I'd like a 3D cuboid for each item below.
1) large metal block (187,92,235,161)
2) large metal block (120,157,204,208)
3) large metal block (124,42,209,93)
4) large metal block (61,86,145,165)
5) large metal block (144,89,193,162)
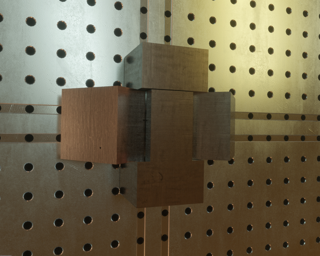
[{"bbox_3d":[0.069,-0.002,0.401,0.050,0.080,0.079,1,89,17],"label":"large metal block"},{"bbox_3d":[-0.001,0.061,0.383,0.081,0.080,0.050,1,90,-20],"label":"large metal block"},{"bbox_3d":[0.005,-0.068,0.385,0.081,0.080,0.050,1,90,-20],"label":"large metal block"},{"bbox_3d":[-0.065,-0.004,0.353,0.050,0.080,0.079,0,91,-60],"label":"large metal block"},{"bbox_3d":[0.000,-0.002,0.383,0.050,0.080,0.079,1,90,-20],"label":"large metal block"}]
